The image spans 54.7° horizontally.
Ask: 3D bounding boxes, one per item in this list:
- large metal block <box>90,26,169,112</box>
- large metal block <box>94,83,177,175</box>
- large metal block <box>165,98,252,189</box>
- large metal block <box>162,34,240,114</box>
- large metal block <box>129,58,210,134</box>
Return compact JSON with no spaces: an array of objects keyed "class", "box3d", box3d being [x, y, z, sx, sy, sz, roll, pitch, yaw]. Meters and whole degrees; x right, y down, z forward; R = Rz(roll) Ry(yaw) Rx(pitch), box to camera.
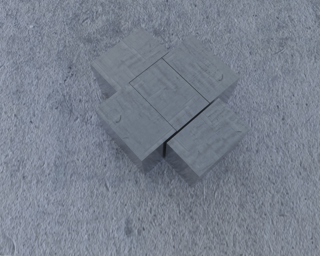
[{"class":"large metal block","box3d":[-0.036,-0.070,0.406,0.080,0.080,0.050,-40,75,-13]},{"class":"large metal block","box3d":[-0.028,0.005,0.379,0.050,0.080,0.080,-41,75,-13]},{"class":"large metal block","box3d":[0.054,0.022,0.373,0.080,0.080,0.050,-40,75,-13]},{"class":"large metal block","box3d":[0.048,-0.058,0.403,0.050,0.080,0.080,-41,75,-13]},{"class":"large metal block","box3d":[0.010,-0.027,0.390,0.050,0.080,0.080,-41,75,-13]}]
